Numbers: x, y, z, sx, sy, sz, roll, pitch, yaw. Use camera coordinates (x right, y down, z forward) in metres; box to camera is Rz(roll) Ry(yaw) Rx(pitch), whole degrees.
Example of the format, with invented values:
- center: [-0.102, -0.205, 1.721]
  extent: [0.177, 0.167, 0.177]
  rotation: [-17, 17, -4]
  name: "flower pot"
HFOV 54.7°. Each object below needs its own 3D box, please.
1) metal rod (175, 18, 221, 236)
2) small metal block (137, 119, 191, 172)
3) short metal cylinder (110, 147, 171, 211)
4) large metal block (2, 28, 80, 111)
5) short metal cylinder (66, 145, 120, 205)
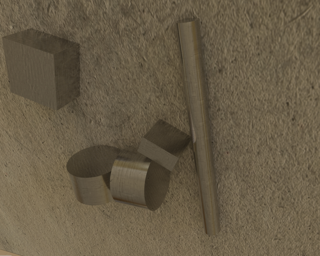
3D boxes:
- center: [0.052, 0.019, 0.389]
  extent: [0.025, 0.025, 0.298]
  rotation: [4, 120, 26]
  name: "metal rod"
- center: [0.007, 0.021, 0.398]
  extent: [0.050, 0.050, 0.025]
  rotation: [30, 128, 8]
  name: "small metal block"
- center: [-0.025, 0.068, 0.425]
  extent: [0.050, 0.080, 0.079]
  rotation: [6, 121, 25]
  name: "short metal cylinder"
- center: [-0.158, -0.081, 0.422]
  extent: [0.080, 0.050, 0.079]
  rotation: [21, 126, 15]
  name: "large metal block"
- center: [-0.092, 0.068, 0.460]
  extent: [0.080, 0.080, 0.050]
  rotation: [8, 122, 23]
  name: "short metal cylinder"
